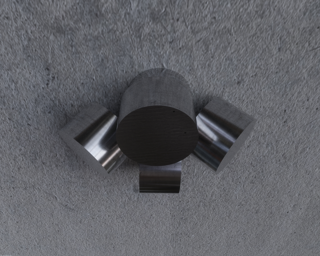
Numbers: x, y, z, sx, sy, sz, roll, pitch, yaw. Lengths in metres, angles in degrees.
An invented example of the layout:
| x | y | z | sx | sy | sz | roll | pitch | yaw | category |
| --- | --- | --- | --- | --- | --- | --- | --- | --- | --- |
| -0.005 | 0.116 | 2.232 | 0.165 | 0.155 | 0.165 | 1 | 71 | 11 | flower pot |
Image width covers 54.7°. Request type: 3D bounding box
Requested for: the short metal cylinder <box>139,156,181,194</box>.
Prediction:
| x | y | z | sx | sy | sz | roll | pitch | yaw | category |
| --- | --- | --- | --- | --- | --- | --- | --- | --- | --- |
| -0.001 | 0.047 | 0.411 | 0.050 | 0.080 | 0.079 | 1 | 130 | -2 | short metal cylinder |

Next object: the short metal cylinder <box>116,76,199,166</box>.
| x | y | z | sx | sy | sz | roll | pitch | yaw | category |
| --- | --- | --- | --- | --- | --- | --- | --- | --- | --- |
| -0.003 | -0.006 | 0.321 | 0.081 | 0.050 | 0.079 | 0 | 130 | 0 | short metal cylinder |

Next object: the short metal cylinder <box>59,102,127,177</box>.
| x | y | z | sx | sy | sz | roll | pitch | yaw | category |
| --- | --- | --- | --- | --- | --- | --- | --- | --- | --- |
| -0.075 | 0.015 | 0.377 | 0.080 | 0.050 | 0.080 | 35 | 158 | 17 | short metal cylinder |

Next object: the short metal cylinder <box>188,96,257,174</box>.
| x | y | z | sx | sy | sz | roll | pitch | yaw | category |
| --- | --- | --- | --- | --- | --- | --- | --- | --- | --- |
| 0.071 | 0.009 | 0.374 | 0.050 | 0.081 | 0.079 | 37 | 131 | 20 | short metal cylinder |

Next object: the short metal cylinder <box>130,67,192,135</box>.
| x | y | z | sx | sy | sz | roll | pitch | yaw | category |
| --- | --- | --- | --- | --- | --- | --- | --- | --- | --- |
| 0.000 | -0.025 | 0.371 | 0.081 | 0.050 | 0.079 | 0 | 130 | 0 | short metal cylinder |
